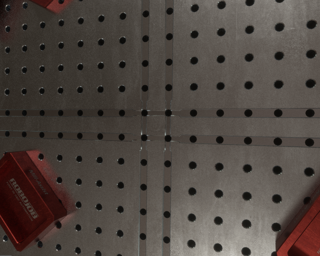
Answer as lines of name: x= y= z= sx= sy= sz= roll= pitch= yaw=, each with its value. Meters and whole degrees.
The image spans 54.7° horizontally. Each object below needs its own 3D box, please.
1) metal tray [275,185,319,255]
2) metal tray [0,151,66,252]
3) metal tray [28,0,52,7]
metal tray: x=0.202 y=0.114 z=0.338 sx=0.090 sy=0.030 sz=0.129 roll=35 pitch=101 yaw=16
metal tray: x=-0.217 y=0.112 z=0.484 sx=0.090 sy=0.030 sz=0.130 roll=-43 pitch=77 yaw=14
metal tray: x=-0.190 y=-0.265 z=0.474 sx=0.090 sy=0.030 sz=0.130 roll=-37 pitch=79 yaw=16
